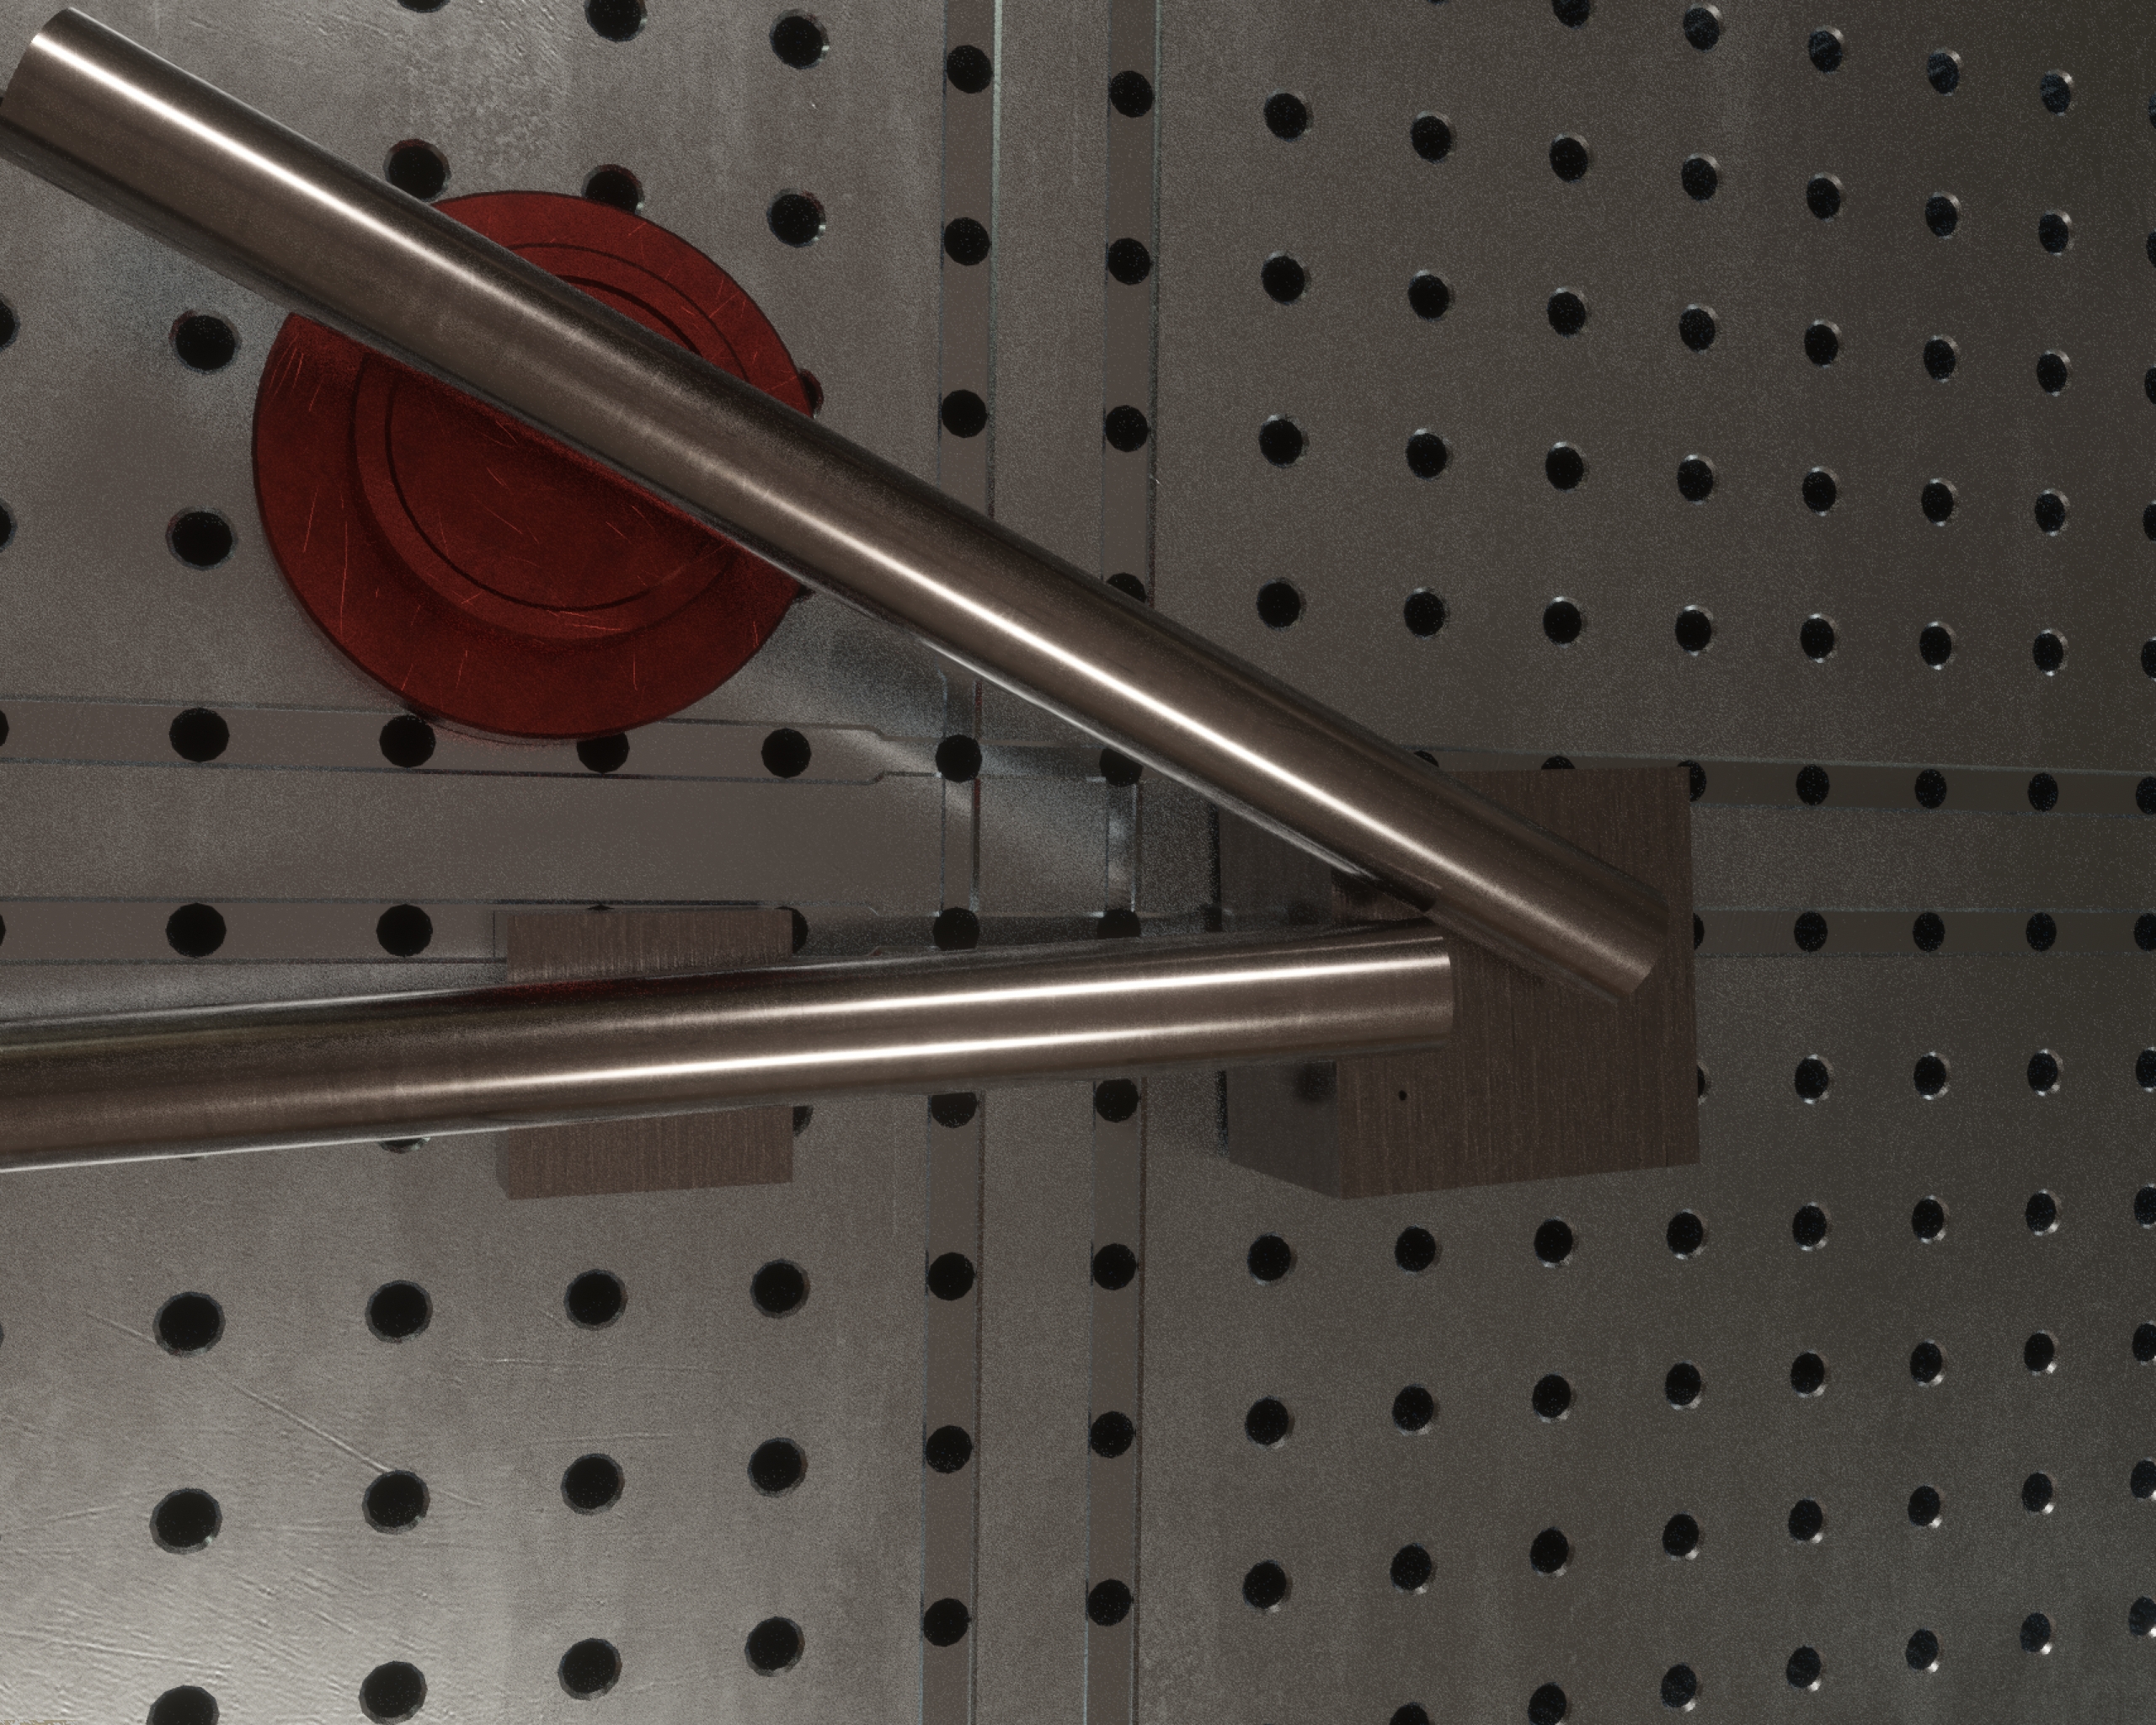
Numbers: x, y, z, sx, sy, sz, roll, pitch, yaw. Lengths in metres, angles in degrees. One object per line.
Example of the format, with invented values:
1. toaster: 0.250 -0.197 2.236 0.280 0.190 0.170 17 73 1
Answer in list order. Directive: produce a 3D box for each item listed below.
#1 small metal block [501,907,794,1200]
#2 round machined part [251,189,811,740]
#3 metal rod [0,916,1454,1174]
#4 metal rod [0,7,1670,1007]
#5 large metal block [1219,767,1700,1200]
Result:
1. small metal block: -0.080 0.034 0.384 0.050 0.025 0.050 0 90 -21
2. round machined part: -0.093 -0.071 0.369 0.099 0.042 0.097 0 90 -21
3. metal rod: -0.085 0.032 0.353 0.302 0.025 0.025 -4 92 -10
4. metal rod: -0.026 -0.050 0.352 0.301 0.025 0.025 27 81 -16
5. large metal block: 0.077 0.022 0.426 0.081 0.050 0.079 -2 91 -20
